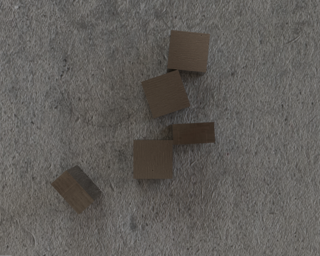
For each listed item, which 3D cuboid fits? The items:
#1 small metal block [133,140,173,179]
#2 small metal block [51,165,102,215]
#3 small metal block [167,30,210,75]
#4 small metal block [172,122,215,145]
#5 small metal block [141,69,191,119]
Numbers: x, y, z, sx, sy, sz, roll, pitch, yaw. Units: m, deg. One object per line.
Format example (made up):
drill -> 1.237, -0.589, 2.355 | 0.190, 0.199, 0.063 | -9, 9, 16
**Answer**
small metal block -> -0.009, 0.040, 0.410 | 0.050, 0.025, 0.050 | 0, 90, 0
small metal block -> -0.105, 0.077, 0.397 | 0.025, 0.050, 0.050 | -42, 90, 0
small metal block -> 0.037, -0.099, 0.410 | 0.050, 0.025, 0.050 | 6, 90, 0
small metal block -> 0.041, 0.006, 0.398 | 0.050, 0.050, 0.025 | -3, 90, 0
small metal block -> 0.008, -0.044, 0.410 | 0.050, 0.025, 0.050 | -19, 90, 0
